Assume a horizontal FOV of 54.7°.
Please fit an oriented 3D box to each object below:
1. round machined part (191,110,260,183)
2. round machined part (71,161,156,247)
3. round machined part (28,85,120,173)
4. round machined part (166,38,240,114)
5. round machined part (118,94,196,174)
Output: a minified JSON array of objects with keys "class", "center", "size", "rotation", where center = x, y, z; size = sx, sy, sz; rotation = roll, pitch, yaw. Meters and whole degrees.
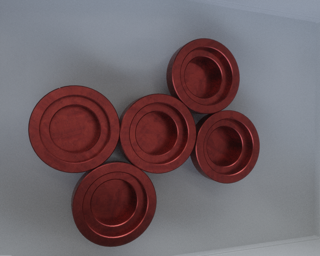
[{"class":"round machined part","center":[0.085,0.025,0.430],"size":[0.099,0.042,0.097],"rotation":[0,90,-20]},{"class":"round machined part","center":[-0.057,0.088,0.377],"size":[0.099,0.042,0.097],"rotation":[0,90,-20]},{"class":"round machined part","center":[-0.100,0.001,0.362],"size":[0.099,0.042,0.097],"rotation":[0,90,-20]},{"class":"round machined part","center":[0.054,-0.067,0.419],"size":[0.099,0.042,0.097],"rotation":[0,90,-20]},{"class":"round machined part","center":[-0.007,0.007,0.395],"size":[0.099,0.042,0.097],"rotation":[0,90,-20]}]
